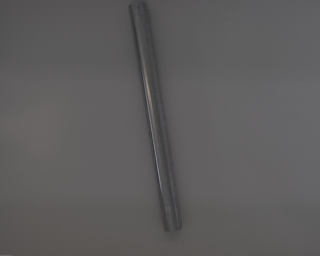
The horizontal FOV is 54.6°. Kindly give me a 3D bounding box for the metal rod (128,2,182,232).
[{"bbox_3d":[-0.006,-0.014,0.411,0.025,0.025,0.298,-9,90,0],"label":"metal rod"}]
